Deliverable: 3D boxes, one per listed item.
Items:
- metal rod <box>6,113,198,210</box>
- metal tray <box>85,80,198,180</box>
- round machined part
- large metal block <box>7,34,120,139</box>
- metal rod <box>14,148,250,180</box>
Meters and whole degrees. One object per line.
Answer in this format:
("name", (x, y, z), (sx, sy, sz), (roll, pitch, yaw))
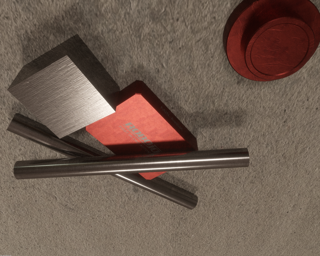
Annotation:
("metal rod", (-0.068, 0.057, 0.454), (0.301, 0.025, 0.025), (28, 124, -23))
("metal tray", (-0.021, 0.009, 0.411), (0.090, 0.030, 0.130), (-30, 124, 23))
("round machined part", (0.118, -0.089, 0.322), (0.099, 0.042, 0.097), (-1, 130, 0))
("large metal block", (-0.104, -0.045, 0.351), (0.080, 0.050, 0.080), (-24, 127, 18))
("metal rod", (-0.038, 0.047, 0.406), (0.302, 0.025, 0.025), (-3, 130, 2))
